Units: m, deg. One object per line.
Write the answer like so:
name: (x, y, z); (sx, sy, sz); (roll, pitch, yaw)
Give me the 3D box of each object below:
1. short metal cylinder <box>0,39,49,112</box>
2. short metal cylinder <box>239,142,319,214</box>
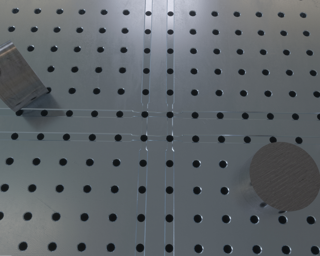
short metal cylinder: (-0.192, -0.068, 0.406); (0.050, 0.080, 0.080); (-36, 74, -12)
short metal cylinder: (0.143, 0.062, 0.377); (0.081, 0.050, 0.080); (0, 70, 0)
